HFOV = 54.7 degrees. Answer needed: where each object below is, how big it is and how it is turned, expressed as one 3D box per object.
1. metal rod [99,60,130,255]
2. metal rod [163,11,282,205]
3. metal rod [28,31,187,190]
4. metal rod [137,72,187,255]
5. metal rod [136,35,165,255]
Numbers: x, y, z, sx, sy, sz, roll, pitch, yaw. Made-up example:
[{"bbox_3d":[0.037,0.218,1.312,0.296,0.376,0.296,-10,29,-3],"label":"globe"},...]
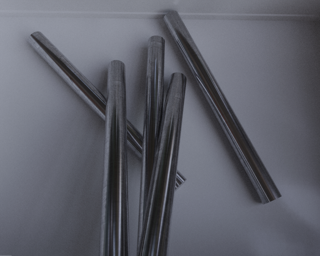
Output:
[{"bbox_3d":[-0.048,0.020,0.338,0.025,0.025,0.300,-5,46,-2],"label":"metal rod"},{"bbox_3d":[0.077,-0.040,0.424,0.025,0.025,0.299,-23,72,-8],"label":"metal rod"},{"bbox_3d":[-0.079,-0.030,0.419,0.025,0.025,0.300,-42,75,-14],"label":"metal rod"},{"bbox_3d":[0.007,0.035,0.329,0.025,0.025,0.300,7,44,3],"label":"metal rod"},{"bbox_3d":[-0.008,0.004,0.384,0.025,0.025,0.299,1,61,0],"label":"metal rod"}]
